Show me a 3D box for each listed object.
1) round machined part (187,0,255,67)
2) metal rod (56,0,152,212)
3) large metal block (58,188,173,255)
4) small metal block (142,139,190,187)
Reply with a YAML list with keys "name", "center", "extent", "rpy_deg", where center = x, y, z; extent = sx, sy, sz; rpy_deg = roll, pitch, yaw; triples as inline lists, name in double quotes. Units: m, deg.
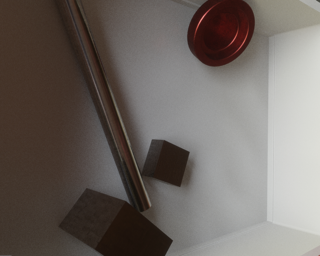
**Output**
- name: "round machined part"
  center: [0.083, -0.142, 0.447]
  extent: [0.099, 0.042, 0.097]
  rpy_deg: [-15, 132, -17]
- name: "metal rod"
  center: [-0.066, -0.038, 0.352]
  extent: [0.025, 0.025, 0.298]
  rpy_deg: [-29, 108, -37]
- name: "large metal block"
  center: [-0.048, 0.114, 0.333]
  extent: [0.080, 0.080, 0.050]
  rpy_deg: [49, 61, -30]
- name: "small metal block"
  center: [0.008, 0.047, 0.416]
  extent: [0.050, 0.025, 0.050]
  rpy_deg: [27, 73, -37]
